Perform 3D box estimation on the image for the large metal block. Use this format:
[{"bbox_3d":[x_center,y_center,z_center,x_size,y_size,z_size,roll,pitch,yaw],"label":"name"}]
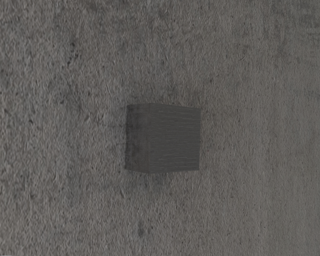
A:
[{"bbox_3d":[0.005,0.013,0.391,0.081,0.050,0.080,3,88,-40],"label":"large metal block"}]
